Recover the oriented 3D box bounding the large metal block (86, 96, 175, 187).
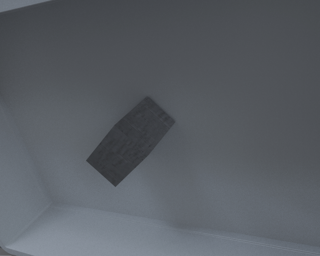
[{"bbox_3d":[-0.037,0.017,0.397,0.050,0.080,0.080,43,129,-2],"label":"large metal block"}]
